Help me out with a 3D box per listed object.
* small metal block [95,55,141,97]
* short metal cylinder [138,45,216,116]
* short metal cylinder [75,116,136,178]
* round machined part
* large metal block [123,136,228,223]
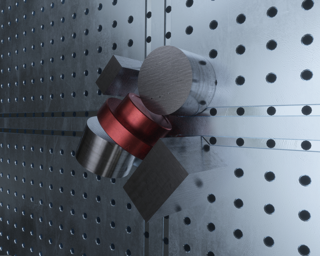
[{"bbox_3d":[-0.053,-0.071,0.434,0.050,0.050,0.025,-49,61,28],"label":"small metal block"},{"bbox_3d":[0.020,-0.055,0.375,0.080,0.050,0.079,0,90,39],"label":"short metal cylinder"},{"bbox_3d":[-0.070,0.025,0.428,0.080,0.081,0.050,38,113,33],"label":"short metal cylinder"},{"bbox_3d":[-0.024,-0.006,0.380,0.042,0.098,0.098,-49,61,14],"label":"round machined part"},{"bbox_3d":[0.018,0.056,0.357,0.050,0.081,0.080,51,120,27],"label":"large metal block"}]
